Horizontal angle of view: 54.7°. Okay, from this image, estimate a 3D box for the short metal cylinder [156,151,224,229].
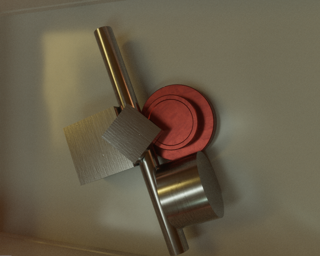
[{"bbox_3d":[0.037,0.073,0.366,0.050,0.080,0.080,-22,83,18],"label":"short metal cylinder"}]

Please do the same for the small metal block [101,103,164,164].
[{"bbox_3d":[-0.032,0.007,0.368,0.050,0.025,0.050,38,91,8],"label":"small metal block"}]

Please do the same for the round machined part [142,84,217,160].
[{"bbox_3d":[0.019,-0.007,0.392,0.098,0.042,0.097,0,90,19],"label":"round machined part"}]

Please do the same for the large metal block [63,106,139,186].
[{"bbox_3d":[-0.072,0.024,0.417,0.080,0.050,0.080,-21,83,18],"label":"large metal block"}]

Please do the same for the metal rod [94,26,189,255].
[{"bbox_3d":[-0.026,0.011,0.395,0.025,0.025,0.299,-22,83,18],"label":"metal rod"}]
